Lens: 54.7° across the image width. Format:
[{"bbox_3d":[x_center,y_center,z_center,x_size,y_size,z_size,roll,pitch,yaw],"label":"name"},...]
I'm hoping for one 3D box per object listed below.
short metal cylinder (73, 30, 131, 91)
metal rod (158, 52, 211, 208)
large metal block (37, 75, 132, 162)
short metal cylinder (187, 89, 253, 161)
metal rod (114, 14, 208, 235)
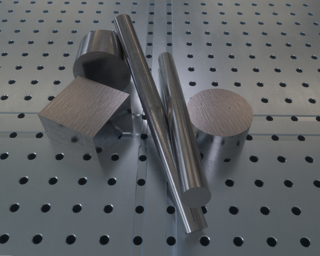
[{"bbox_3d":[-0.081,-0.094,0.450,0.081,0.080,0.050,0,50,0],"label":"short metal cylinder"},{"bbox_3d":[0.020,-0.027,0.379,0.025,0.025,0.300,-3,34,-3],"label":"metal rod"},{"bbox_3d":[-0.093,-0.014,0.402,0.080,0.050,0.080,22,53,17],"label":"large metal block"},{"bbox_3d":[0.073,-0.005,0.396,0.081,0.050,0.080,0,50,0],"label":"short metal cylinder"},{"bbox_3d":[-0.008,-0.023,0.380,0.025,0.025,0.299,-14,66,-12],"label":"metal rod"}]
